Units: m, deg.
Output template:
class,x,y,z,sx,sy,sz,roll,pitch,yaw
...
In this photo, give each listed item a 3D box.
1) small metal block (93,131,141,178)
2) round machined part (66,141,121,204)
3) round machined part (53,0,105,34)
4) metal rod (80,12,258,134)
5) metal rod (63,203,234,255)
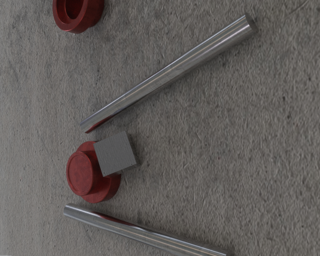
class,x,y,z,sx,sy,sz,roll,pitch,yaw
small metal block,-0.061,0.038,0.441,0.050,0.025,0.050,-23,74,6
round machined part,-0.110,0.069,0.485,0.098,0.042,0.097,0,90,40
round machined part,-0.127,-0.201,0.499,0.098,0.042,0.097,0,90,40
metal rod,-0.011,-0.056,0.414,0.299,0.025,0.025,-27,73,36
metal rod,-0.039,0.145,0.437,0.300,0.025,0.025,2,91,40
